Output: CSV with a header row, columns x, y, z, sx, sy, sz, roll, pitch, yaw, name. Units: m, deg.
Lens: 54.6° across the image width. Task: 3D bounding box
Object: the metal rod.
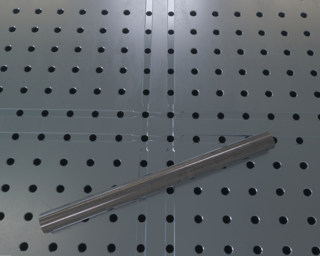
x,y,z,sx,sy,sz,roll,pitch,yaw,name
0.002,0.065,0.388,0.302,0.025,0.025,-19,71,-7,metal rod
